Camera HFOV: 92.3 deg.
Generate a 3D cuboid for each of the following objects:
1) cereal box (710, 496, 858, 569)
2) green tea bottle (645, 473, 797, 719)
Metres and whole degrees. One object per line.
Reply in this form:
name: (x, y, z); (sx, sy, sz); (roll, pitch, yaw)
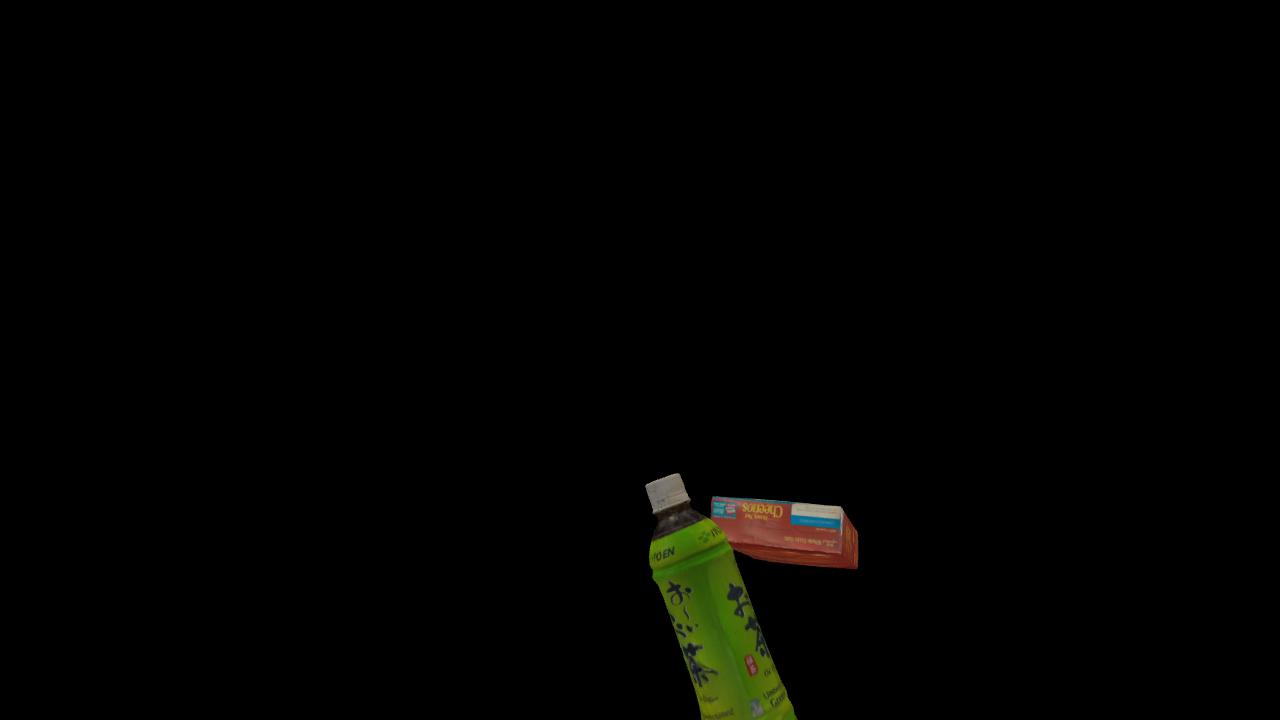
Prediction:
cereal box: (0.257, 0.300, 1.055); (0.203, 0.081, 0.306); (-2, -23, 24)
green tea bottle: (0.053, 0.195, 0.484); (0.073, 0.212, 0.073); (-21, -15, -6)
